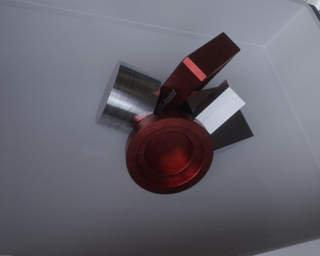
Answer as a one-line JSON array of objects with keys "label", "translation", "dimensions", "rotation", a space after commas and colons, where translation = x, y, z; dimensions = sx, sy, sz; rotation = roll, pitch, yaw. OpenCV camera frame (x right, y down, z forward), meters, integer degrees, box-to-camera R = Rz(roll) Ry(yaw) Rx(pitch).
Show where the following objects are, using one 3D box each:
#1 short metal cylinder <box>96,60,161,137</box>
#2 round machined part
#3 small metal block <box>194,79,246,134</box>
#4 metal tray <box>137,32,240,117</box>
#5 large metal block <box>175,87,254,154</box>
[{"label": "short metal cylinder", "translation": [-0.039, -0.034, 0.369], "dimensions": [0.050, 0.080, 0.080], "rotation": [21, 54, -17]}, {"label": "round machined part", "translation": [0.009, 0.025, 0.360], "dimensions": [0.099, 0.097, 0.042], "rotation": [19, 19, -18]}, {"label": "small metal block", "translation": [0.067, -0.026, 0.354], "dimensions": [0.025, 0.050, 0.050], "rotation": [44, 19, -7]}, {"label": "metal tray", "translation": [0.032, -0.053, 0.387], "dimensions": [0.030, 0.129, 0.091], "rotation": [47, 51, 3]}, {"label": "large metal block", "translation": [0.066, -0.006, 0.419], "dimensions": [0.081, 0.050, 0.080], "rotation": [-15, 74, -34]}]
